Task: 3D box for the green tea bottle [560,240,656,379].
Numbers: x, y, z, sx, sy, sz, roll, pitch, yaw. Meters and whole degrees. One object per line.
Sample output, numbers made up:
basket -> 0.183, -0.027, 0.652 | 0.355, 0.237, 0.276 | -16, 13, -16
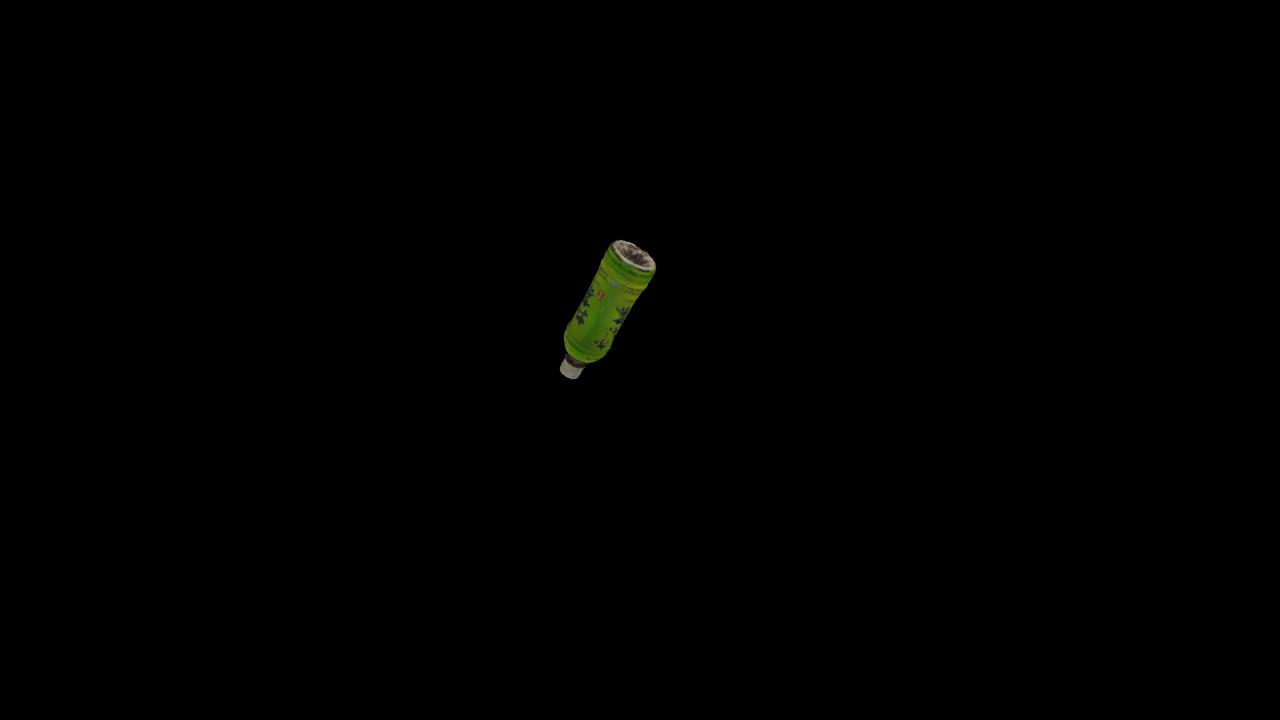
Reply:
green tea bottle -> -0.054, -0.059, 0.841 | 0.073, 0.212, 0.073 | 21, 33, -15
